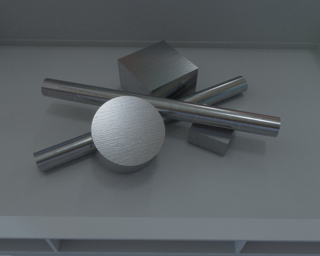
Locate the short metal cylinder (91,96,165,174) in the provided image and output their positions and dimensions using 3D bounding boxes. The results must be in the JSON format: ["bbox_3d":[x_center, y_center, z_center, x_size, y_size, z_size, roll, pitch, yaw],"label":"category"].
[{"bbox_3d":[-0.039,0.009,0.360,0.081,0.050,0.080,4,71,-11],"label":"short metal cylinder"}]

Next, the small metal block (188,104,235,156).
[{"bbox_3d":[0.070,0.001,0.401,0.050,0.025,0.050,21,53,16],"label":"small metal block"}]

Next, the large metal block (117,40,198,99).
[{"bbox_3d":[-0.004,-0.073,0.448,0.081,0.050,0.080,-29,56,-23],"label":"large metal block"}]

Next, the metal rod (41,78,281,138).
[{"bbox_3d":[-0.005,-0.028,0.394,0.301,0.025,0.025,10,51,8],"label":"metal rod"}]

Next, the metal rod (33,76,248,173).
[{"bbox_3d":[-0.012,-0.012,0.413,0.302,0.025,0.025,-22,54,-18],"label":"metal rod"}]
